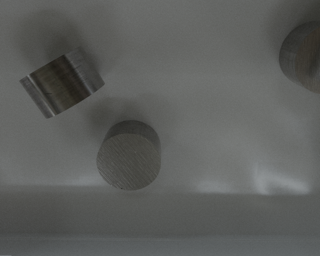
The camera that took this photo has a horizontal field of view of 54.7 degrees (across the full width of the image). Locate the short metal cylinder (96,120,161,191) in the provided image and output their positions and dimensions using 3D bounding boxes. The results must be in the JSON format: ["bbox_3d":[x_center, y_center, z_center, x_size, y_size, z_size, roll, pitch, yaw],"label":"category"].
[{"bbox_3d":[-0.039,0.035,0.410,0.081,0.050,0.079,0,110,0],"label":"short metal cylinder"}]

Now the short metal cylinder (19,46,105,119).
[{"bbox_3d":[-0.112,-0.054,0.361,0.080,0.080,0.050,-27,108,9],"label":"short metal cylinder"}]

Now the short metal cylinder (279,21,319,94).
[{"bbox_3d":[0.191,-0.085,0.368,0.081,0.050,0.079,0,110,0],"label":"short metal cylinder"}]
